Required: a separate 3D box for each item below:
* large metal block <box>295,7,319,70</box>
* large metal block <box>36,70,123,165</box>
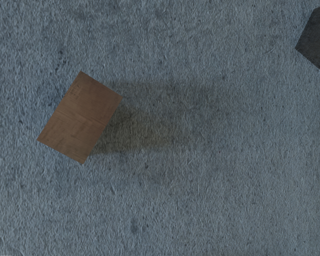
[{"bbox_3d":[0.279,-0.144,0.498,0.080,0.050,0.080,32,80,-17],"label":"large metal block"},{"bbox_3d":[-0.092,-0.011,0.346,0.050,0.080,0.080,32,80,-17],"label":"large metal block"}]
